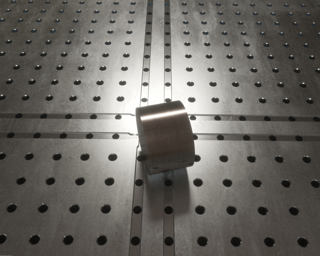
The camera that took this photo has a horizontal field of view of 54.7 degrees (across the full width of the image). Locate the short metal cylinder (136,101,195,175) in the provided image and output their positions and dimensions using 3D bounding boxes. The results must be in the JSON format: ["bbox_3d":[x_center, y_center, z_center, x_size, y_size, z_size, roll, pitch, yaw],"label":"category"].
[{"bbox_3d":[0.004,0.011,0.363,0.050,0.080,0.080,-11,51,-9],"label":"short metal cylinder"}]
